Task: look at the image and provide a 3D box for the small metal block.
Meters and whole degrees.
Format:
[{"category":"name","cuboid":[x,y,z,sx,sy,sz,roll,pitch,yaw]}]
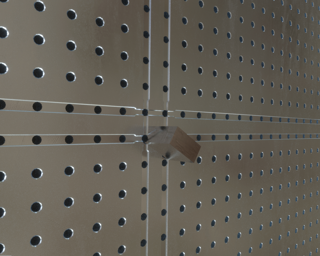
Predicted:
[{"category":"small metal block","cuboid":[0.017,0.021,0.409,0.050,0.050,0.025,39,66,-34]}]
